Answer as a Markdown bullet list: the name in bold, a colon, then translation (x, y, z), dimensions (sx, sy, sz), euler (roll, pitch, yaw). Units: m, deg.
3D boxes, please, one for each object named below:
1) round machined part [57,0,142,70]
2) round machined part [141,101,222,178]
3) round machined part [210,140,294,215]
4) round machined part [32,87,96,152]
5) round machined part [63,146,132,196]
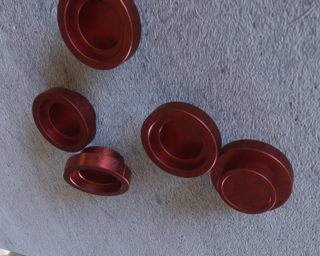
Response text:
- **round machined part**: translation (-0.064, -0.120, 0.356), dimensions (0.098, 0.042, 0.097), euler (13, 124, 21)
- **round machined part**: translation (0.029, 0.011, 0.387), dimensions (0.098, 0.042, 0.097), euler (13, 124, 21)
- **round machined part**: translation (0.109, 0.066, 0.379), dimensions (0.098, 0.042, 0.097), euler (13, 124, 21)
- **round machined part**: translation (-0.135, -0.016, 0.457), dimensions (0.098, 0.042, 0.097), euler (13, 124, 21)
- **round machined part**: translation (-0.091, 0.062, 0.466), dimensions (0.099, 0.042, 0.098), euler (5, 144, 4)
